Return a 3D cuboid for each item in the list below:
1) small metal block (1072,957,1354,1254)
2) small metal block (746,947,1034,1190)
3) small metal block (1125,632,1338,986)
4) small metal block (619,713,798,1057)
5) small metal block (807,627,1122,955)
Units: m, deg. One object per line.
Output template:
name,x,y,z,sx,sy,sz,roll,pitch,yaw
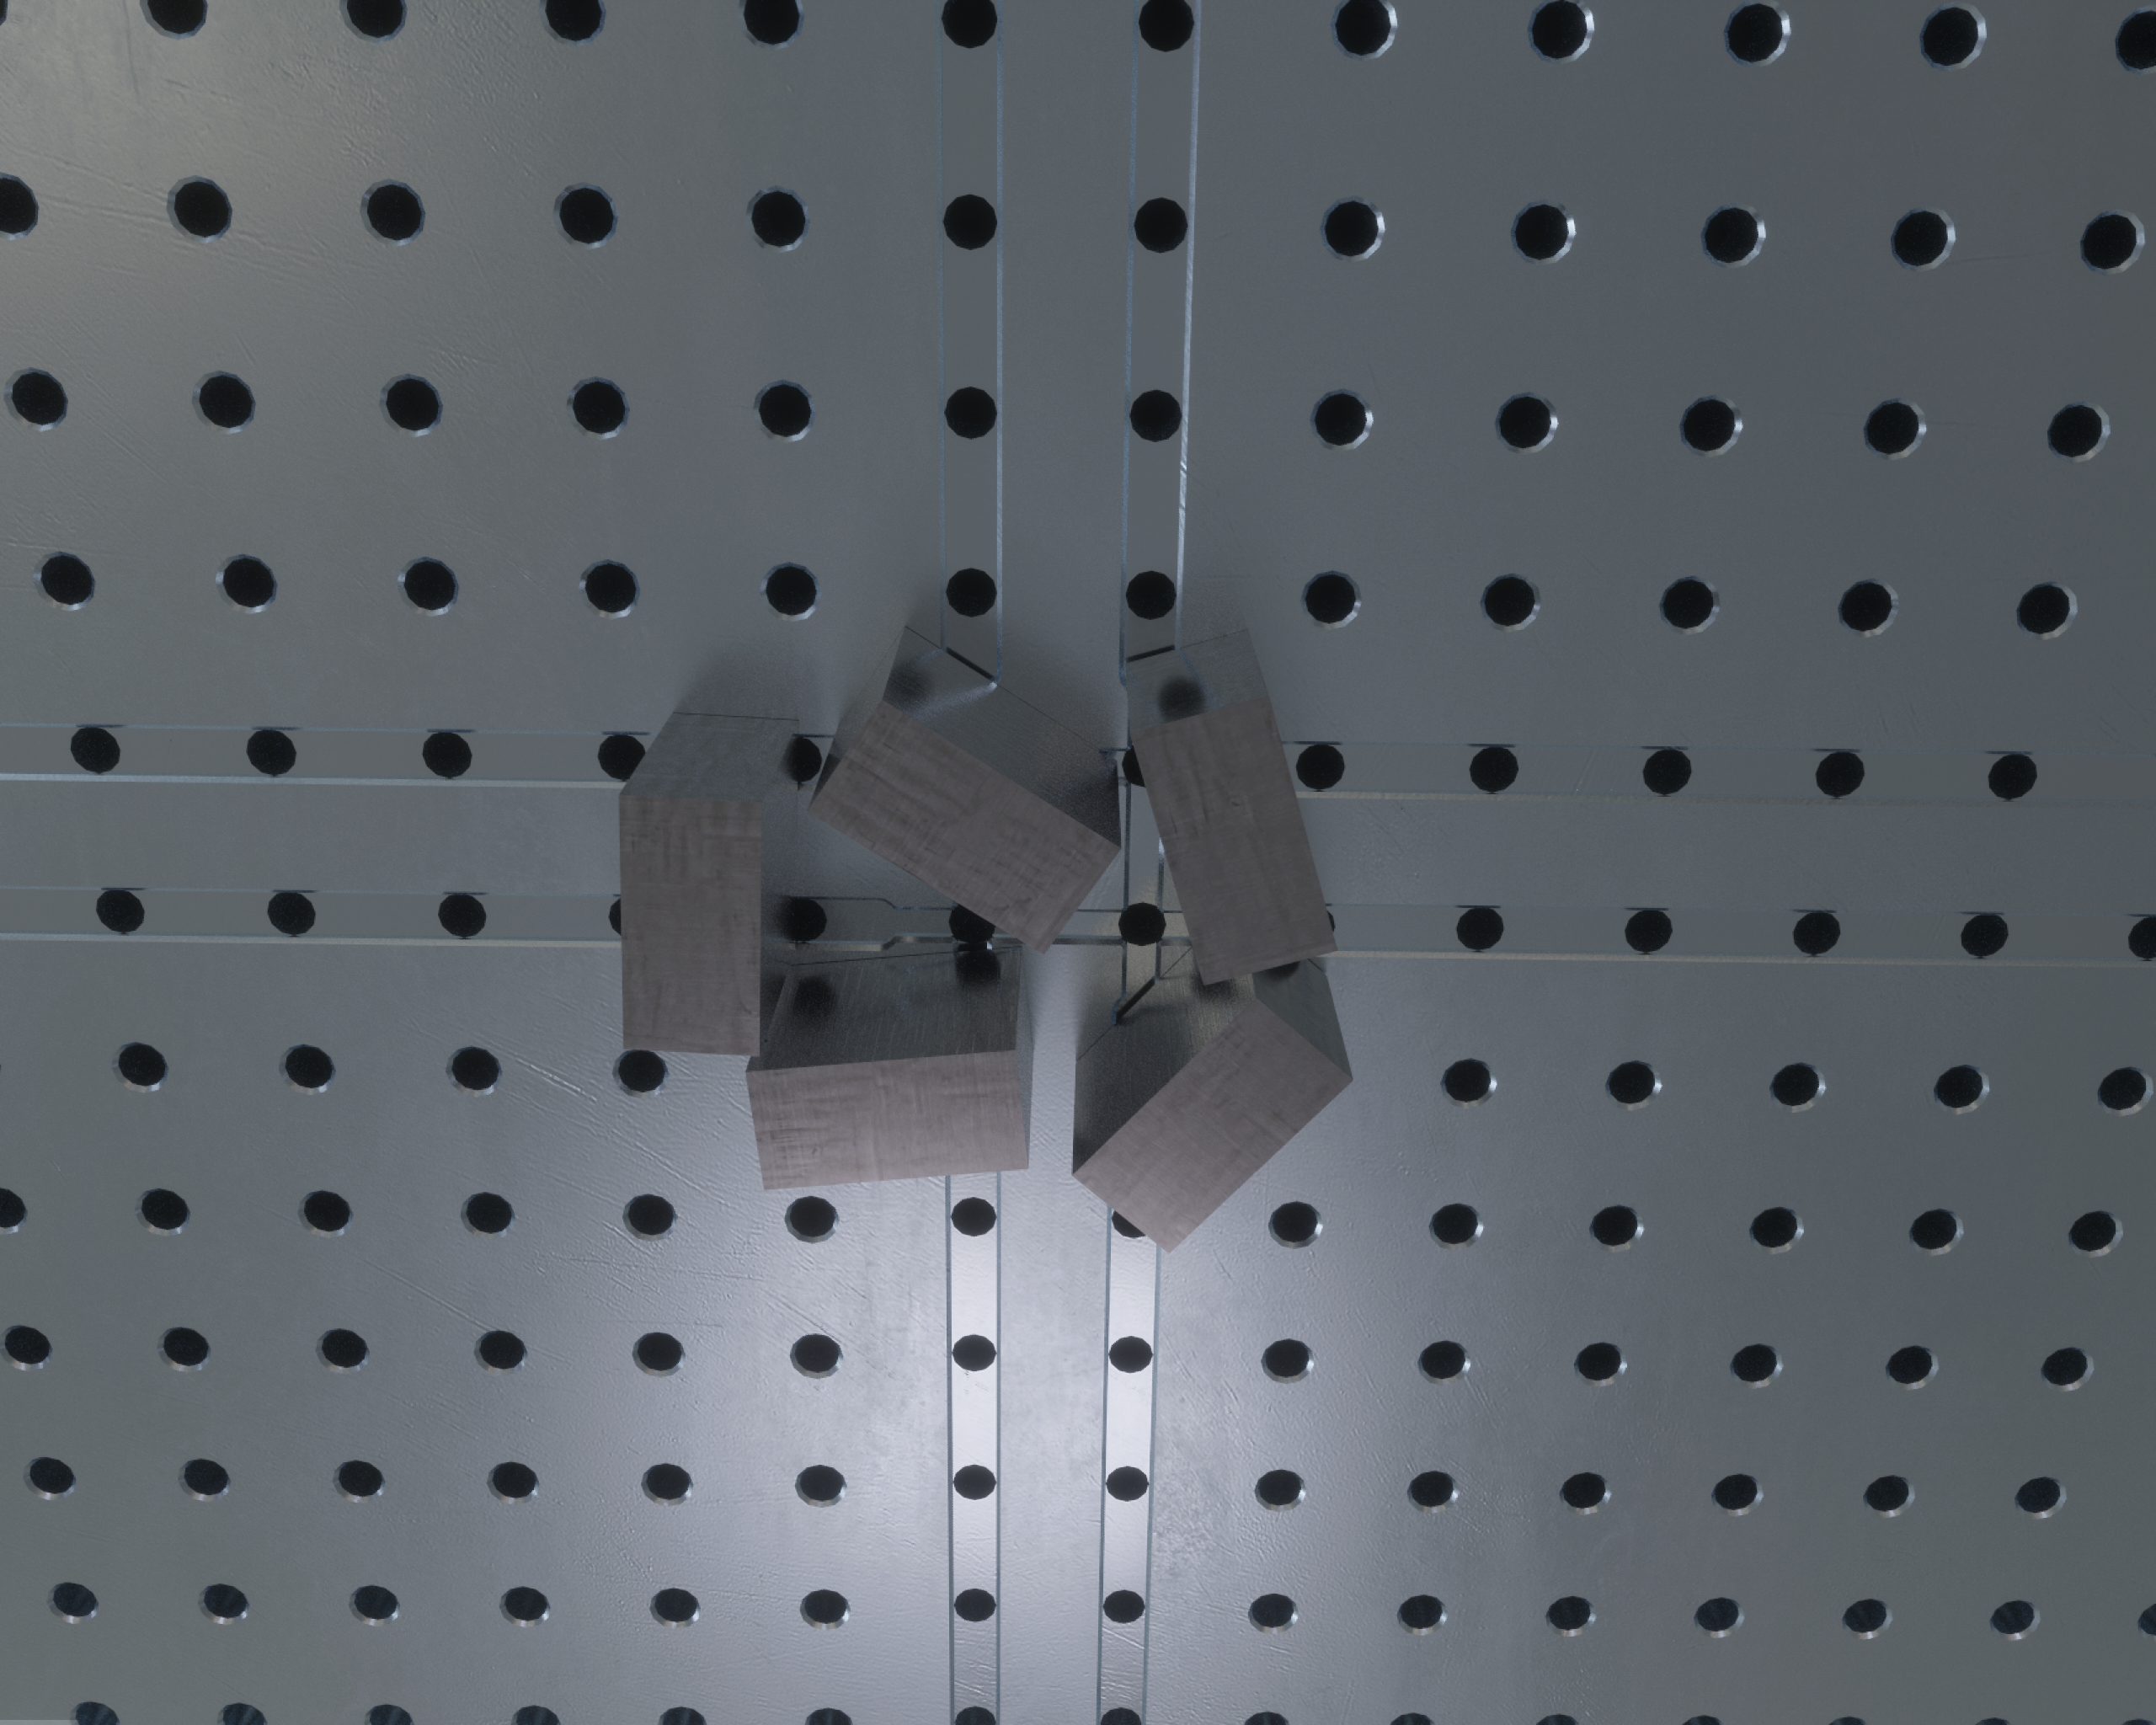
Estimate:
small metal block,0.025,0.041,0.415,0.025,0.050,0.050,41,105,-13
small metal block,-0.035,0.040,0.414,0.050,0.050,0.025,-5,110,1
small metal block,0.028,-0.012,0.395,0.025,0.050,0.050,-15,109,5
small metal block,-0.070,0.003,0.401,0.025,0.050,0.050,3,111,-1
small metal block,-0.020,-0.015,0.394,0.050,0.050,0.025,32,108,-12
